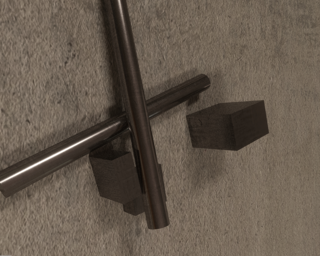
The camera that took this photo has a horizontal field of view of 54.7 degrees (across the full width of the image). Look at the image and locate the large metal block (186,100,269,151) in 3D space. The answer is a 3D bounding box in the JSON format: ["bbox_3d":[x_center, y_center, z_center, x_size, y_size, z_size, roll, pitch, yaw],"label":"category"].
[{"bbox_3d":[0.099,-0.005,0.455,0.081,0.080,0.050,-21,104,-38],"label":"large metal block"}]

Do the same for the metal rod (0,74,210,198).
[{"bbox_3d":[-0.041,-0.008,0.372,0.302,0.025,0.025,-30,109,-36],"label":"metal rod"}]

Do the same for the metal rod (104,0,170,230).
[{"bbox_3d":[-0.030,-0.037,0.352,0.025,0.025,0.298,-10,88,-40],"label":"metal rod"}]

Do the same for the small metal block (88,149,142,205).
[{"bbox_3d":[-0.051,0.053,0.348,0.025,0.050,0.050,-22,105,-38],"label":"small metal block"}]

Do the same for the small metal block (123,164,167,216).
[{"bbox_3d":[-0.022,0.075,0.389,0.050,0.025,0.050,-15,100,-39],"label":"small metal block"}]
